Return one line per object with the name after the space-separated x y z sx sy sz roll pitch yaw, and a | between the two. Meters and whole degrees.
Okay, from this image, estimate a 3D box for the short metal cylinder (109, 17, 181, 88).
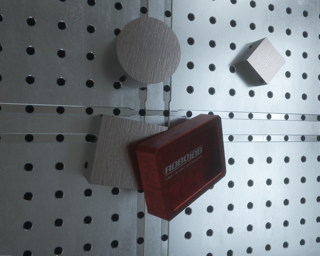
-0.021 -0.093 0.392 0.081 0.050 0.079 0 90 -21 | short metal cylinder

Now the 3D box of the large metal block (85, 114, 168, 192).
-0.043 0.030 0.384 0.081 0.050 0.080 11 86 -20 | large metal block

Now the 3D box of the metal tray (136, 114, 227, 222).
0.033 0.043 0.386 0.131 0.030 0.089 -26 114 -43 | metal tray

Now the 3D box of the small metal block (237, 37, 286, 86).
0.155 -0.100 0.471 0.050 0.025 0.050 45 76 -15 | small metal block
